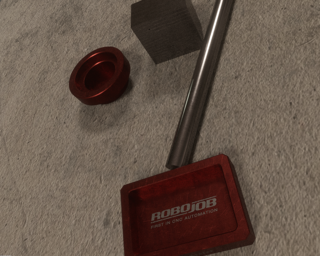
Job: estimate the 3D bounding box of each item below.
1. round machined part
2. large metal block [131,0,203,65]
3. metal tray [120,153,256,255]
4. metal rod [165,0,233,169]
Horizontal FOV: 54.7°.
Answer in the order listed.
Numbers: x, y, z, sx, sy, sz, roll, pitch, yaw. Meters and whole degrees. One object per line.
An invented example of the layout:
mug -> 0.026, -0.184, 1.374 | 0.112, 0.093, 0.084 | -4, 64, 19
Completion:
round machined part -> -0.089, -0.076, 0.484 | 0.098, 0.042, 0.098 | -13, 56, 20
large metal block -> 0.013, -0.148, 0.452 | 0.080, 0.080, 0.050 | -15, 56, 19
metal tray -> 0.024, 0.090, 0.331 | 0.130, 0.030, 0.090 | -20, 54, 16
metal rod -> 0.061, -0.083, 0.421 | 0.025, 0.025, 0.300 | 4, 64, 30
